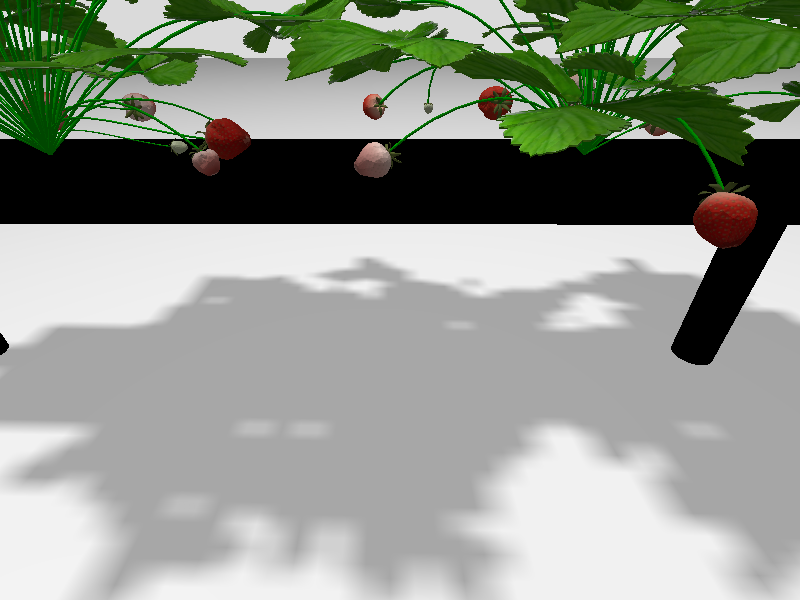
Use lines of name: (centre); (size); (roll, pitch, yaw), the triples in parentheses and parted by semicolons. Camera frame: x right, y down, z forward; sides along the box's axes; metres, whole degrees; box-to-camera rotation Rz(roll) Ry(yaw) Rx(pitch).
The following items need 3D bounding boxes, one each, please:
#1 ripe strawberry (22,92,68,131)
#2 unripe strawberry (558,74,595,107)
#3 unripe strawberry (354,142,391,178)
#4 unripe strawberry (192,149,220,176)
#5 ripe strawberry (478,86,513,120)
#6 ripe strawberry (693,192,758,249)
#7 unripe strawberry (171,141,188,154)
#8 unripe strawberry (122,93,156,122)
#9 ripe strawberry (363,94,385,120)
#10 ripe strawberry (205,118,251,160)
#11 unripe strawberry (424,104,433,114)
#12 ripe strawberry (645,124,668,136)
ripe strawberry: (-0.382, -0.204, 0.431); (0.037, 0.039, 0.040); (-21, 38, -29)
unripe strawberry: (0.226, -0.263, 0.512); (0.042, 0.048, 0.046); (10, 33, 15)
unripe strawberry: (-0.019, -0.094, 0.272); (0.025, 0.022, 0.025); (-26, 38, -8)
unripe strawberry: (-0.135, -0.095, 0.279); (0.017, 0.017, 0.019); (-21, 20, 34)
ripe strawberry: (0.112, -0.235, 0.478); (0.041, 0.036, 0.037); (-7, 27, -11)
ripe strawberry: (0.148, -0.036, 0.182); (0.025, 0.025, 0.021); (1, -9, 2)
unripe strawberry: (-0.185, -0.128, 0.336); (0.012, 0.010, 0.012); (0, 33, -1)
unripe strawberry: (-0.306, -0.228, 0.473); (0.034, 0.030, 0.031); (-2, 32, -3)
ripe strawberry: (-0.034, -0.237, 0.492); (0.027, 0.029, 0.029); (-28, 28, -36)
ripe strawberry: (-0.133, -0.125, 0.312); (0.031, 0.030, 0.034); (4, 33, 5)
unripe strawberry: (0.033, -0.226, 0.472); (0.011, 0.011, 0.011); (-21, 38, -29)
ripe strawberry: (0.262, -0.181, 0.395); (0.033, 0.035, 0.031); (-21, 38, -31)
